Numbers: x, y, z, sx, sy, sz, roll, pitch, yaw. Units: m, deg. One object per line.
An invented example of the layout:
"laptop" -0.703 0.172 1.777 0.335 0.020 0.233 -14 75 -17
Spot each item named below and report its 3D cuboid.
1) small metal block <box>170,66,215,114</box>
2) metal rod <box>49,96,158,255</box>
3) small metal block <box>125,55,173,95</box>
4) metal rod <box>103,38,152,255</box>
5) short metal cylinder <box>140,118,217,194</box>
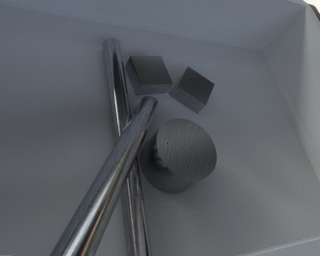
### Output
"small metal block" 0.049 -0.058 0.470 0.050 0.025 0.050 33 51 -7
"metal rod" -0.038 0.033 0.288 0.025 0.025 0.301 33 26 -7
"small metal block" -0.016 -0.076 0.445 0.050 0.025 0.050 -7 66 -32
"metal rod" -0.044 0.012 0.375 0.025 0.025 0.299 4 60 -27
"short metal cylinder" 0.022 0.035 0.382 0.081 0.050 0.080 14 56 -21
